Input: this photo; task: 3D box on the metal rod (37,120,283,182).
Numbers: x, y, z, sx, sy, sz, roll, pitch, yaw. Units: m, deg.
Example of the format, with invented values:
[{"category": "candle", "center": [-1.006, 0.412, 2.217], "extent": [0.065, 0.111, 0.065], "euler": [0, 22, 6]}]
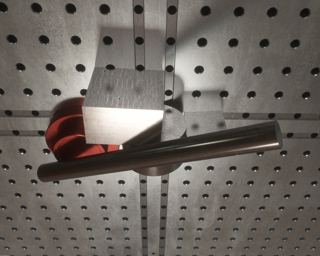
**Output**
[{"category": "metal rod", "center": [-0.026, 0.033, 0.338], "extent": [0.300, 0.025, 0.025], "euler": [-12, 131, 30]}]

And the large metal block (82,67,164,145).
[{"category": "large metal block", "center": [-0.038, -0.026, 0.353], "extent": [0.081, 0.080, 0.050], "euler": [3, 130, -3]}]

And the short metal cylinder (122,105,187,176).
[{"category": "short metal cylinder", "center": [-0.007, 0.014, 0.387], "extent": [0.081, 0.080, 0.050], "euler": [-1, 130, 0]}]

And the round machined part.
[{"category": "round machined part", "center": [-0.104, 0.021, 0.417], "extent": [0.099, 0.042, 0.097], "euler": [-1, 130, 0]}]

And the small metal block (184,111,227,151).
[{"category": "small metal block", "center": [0.058, 0.003, 0.399], "extent": [0.050, 0.050, 0.025], "euler": [-2, 130, 1]}]
